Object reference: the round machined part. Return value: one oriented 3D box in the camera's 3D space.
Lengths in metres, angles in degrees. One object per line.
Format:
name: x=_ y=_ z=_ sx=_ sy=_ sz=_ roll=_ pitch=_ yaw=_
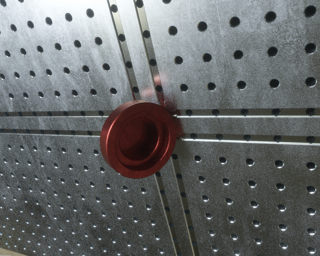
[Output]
round machined part: x=-0.031 y=0.012 z=0.398 sx=0.042 sy=0.099 sz=0.097 roll=22 pitch=134 yaw=55
